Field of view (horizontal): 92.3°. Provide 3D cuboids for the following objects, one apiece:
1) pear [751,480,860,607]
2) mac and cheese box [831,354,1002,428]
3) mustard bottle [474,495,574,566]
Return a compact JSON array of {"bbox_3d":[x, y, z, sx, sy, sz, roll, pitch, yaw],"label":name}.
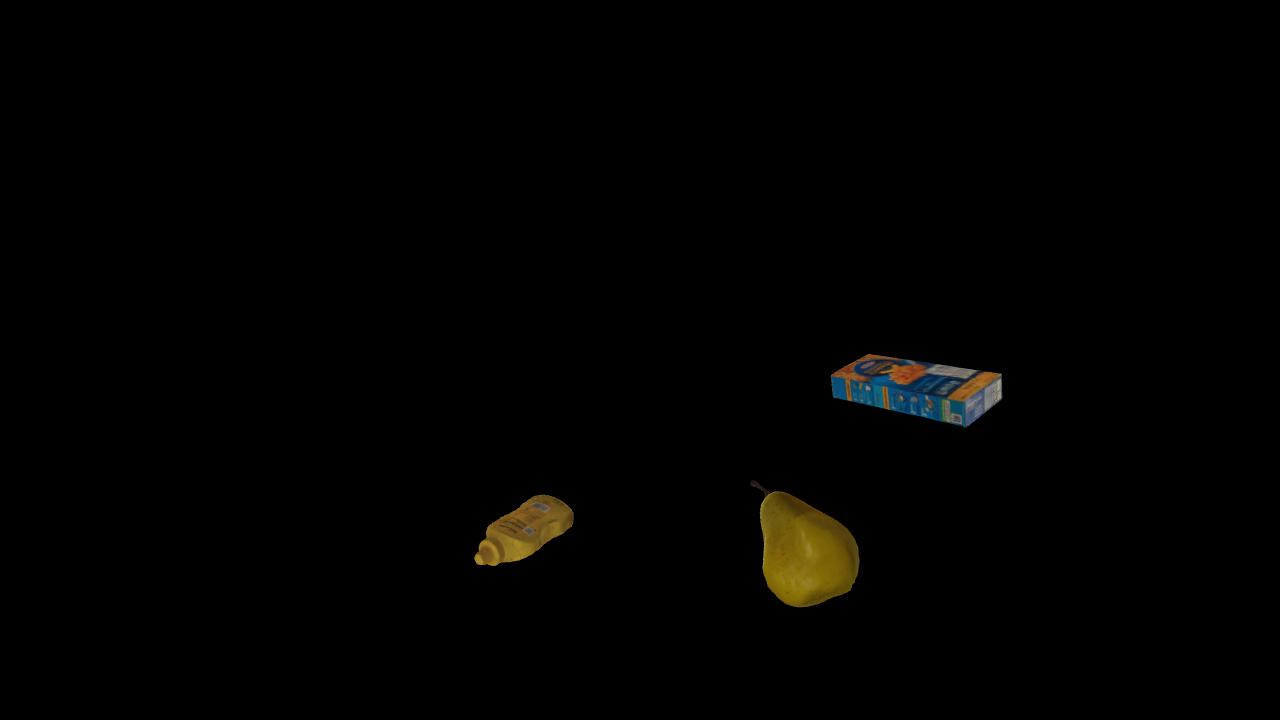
[{"bbox_3d":[0.133,0.146,0.517,0.080,0.111,0.080,-13,-31,-8],"label":"pear"},{"bbox_3d":[0.351,0.034,0.794,0.093,0.041,0.184,-25,22,-31],"label":"mac and cheese box"},{"bbox_3d":[-0.192,0.275,0.977,0.092,0.054,0.184,20,21,25],"label":"mustard bottle"}]
